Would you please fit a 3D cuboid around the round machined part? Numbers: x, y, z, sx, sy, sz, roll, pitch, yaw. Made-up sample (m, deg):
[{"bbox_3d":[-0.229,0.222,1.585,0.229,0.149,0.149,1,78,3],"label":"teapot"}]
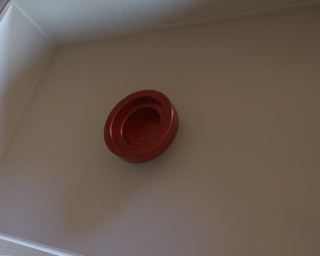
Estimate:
[{"bbox_3d":[-0.020,0.002,0.406,0.098,0.042,0.098,-13,56,21],"label":"round machined part"}]
